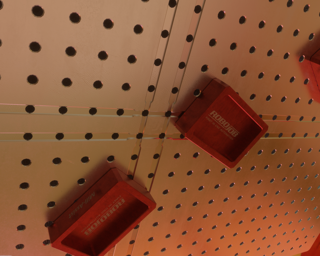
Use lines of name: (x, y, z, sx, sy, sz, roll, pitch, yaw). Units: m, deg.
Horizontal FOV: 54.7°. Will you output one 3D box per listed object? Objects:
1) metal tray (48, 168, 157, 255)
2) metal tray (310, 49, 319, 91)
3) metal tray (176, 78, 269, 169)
metal tray: (-0.080, 0.128, 0.444, 0.130, 0.030, 0.090, -43, 130, 1)
metal tray: (0.310, -0.097, 0.520, 0.090, 0.030, 0.130, -43, 130, 1)
metal tray: (0.096, -0.002, 0.461, 0.130, 0.030, 0.090, 34, 99, -39)
